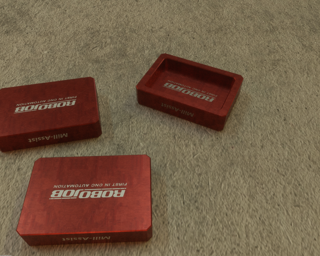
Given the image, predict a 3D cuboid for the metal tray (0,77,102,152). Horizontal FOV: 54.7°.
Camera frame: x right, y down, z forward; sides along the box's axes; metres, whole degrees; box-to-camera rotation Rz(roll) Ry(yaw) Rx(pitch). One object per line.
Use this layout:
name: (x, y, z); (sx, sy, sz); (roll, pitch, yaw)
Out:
metal tray: (-0.149, -0.021, 0.417); (0.131, 0.030, 0.090); (-9, 51, -8)

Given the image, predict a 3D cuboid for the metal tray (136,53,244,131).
metal tray: (0.043, -0.056, 0.446); (0.130, 0.030, 0.090); (20, 53, 16)

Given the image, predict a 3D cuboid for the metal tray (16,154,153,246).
metal tray: (-0.074, 0.075, 0.336); (0.131, 0.030, 0.090); (-2, 50, -2)
